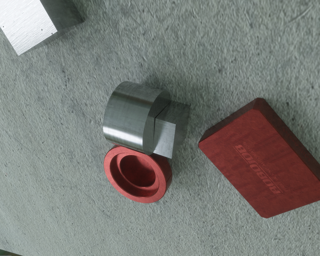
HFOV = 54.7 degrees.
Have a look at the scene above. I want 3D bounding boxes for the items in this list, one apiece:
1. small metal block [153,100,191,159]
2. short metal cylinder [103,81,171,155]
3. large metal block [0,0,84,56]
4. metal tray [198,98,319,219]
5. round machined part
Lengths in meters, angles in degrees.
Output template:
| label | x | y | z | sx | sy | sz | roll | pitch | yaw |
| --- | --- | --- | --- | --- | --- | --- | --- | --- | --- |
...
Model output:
| label | x | y | z | sx | sy | sz | roll | pitch | yaw |
| --- | --- | --- | --- | --- | --- | --- | --- | --- | --- |
| small metal block | 0.015 | 0.001 | 0.382 | 0.025 | 0.050 | 0.050 | 17 | 125 | 17 |
| short metal cylinder | -0.025 | -0.013 | 0.375 | 0.050 | 0.080 | 0.079 | 17 | 125 | 18 |
| large metal block | -0.155 | -0.146 | 0.380 | 0.080 | 0.050 | 0.080 | -16 | 111 | 34 |
| metal tray | 0.121 | 0.039 | 0.364 | 0.130 | 0.030 | 0.090 | 48 | 128 | -6 |
| round machined part | -0.027 | 0.056 | 0.444 | 0.098 | 0.042 | 0.097 | 13 | 124 | 20 |
